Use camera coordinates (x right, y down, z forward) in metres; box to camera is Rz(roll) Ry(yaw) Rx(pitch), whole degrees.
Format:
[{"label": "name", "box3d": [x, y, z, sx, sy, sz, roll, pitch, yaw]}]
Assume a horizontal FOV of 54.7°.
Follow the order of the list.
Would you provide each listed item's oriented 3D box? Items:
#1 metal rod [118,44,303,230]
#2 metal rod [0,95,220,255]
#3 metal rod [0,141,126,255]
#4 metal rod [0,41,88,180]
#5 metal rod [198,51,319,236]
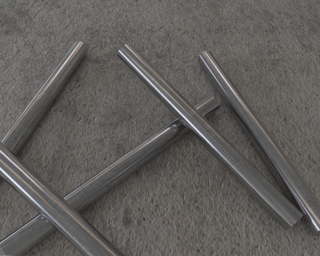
[{"label": "metal rod", "box3d": [0.045, -0.004, 0.377, 0.025, 0.025, 0.300, -32, 66, -24]}, {"label": "metal rod", "box3d": [-0.038, 0.043, 0.366, 0.302, 0.025, 0.025, -35, 58, -26]}, {"label": "metal rod", "box3d": [-0.084, 0.093, 0.296, 0.300, 0.025, 0.025, 36, 58, 16]}, {"label": "metal rod", "box3d": [-0.170, -0.022, 0.420, 0.025, 0.025, 0.300, 11, 51, 9]}, {"label": "metal rod", "box3d": [0.120, -0.005, 0.407, 0.025, 0.025, 0.300, -14, 52, -12]}]
